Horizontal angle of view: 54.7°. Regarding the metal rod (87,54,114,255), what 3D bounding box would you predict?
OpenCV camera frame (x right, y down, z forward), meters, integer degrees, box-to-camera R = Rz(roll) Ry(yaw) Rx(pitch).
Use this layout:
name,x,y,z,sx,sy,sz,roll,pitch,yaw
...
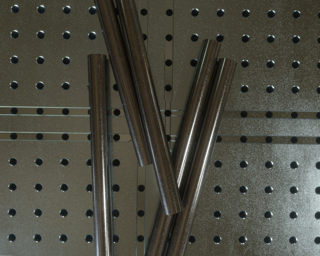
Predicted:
name,x,y,z,sx,sy,sz,roll,pitch,yaw
metal rod,-0.078,0.053,0.412,0.025,0.025,0.298,-2,90,-1

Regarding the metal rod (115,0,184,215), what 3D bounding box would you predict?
name,x,y,z,sx,sy,sz,roll,pitch,yaw
metal rod,-0.016,-0.040,0.399,0.025,0.025,0.298,-13,85,0

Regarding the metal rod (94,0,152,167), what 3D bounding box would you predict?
name,x,y,z,sx,sy,sz,roll,pitch,yaw
metal rod,-0.055,-0.096,0.412,0.025,0.025,0.298,-15,90,0

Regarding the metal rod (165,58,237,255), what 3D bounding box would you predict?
name,x,y,z,sx,sy,sz,roll,pitch,yaw
metal rod,0.052,0.054,0.414,0.025,0.025,0.298,15,90,-1

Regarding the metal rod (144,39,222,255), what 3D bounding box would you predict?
name,x,y,z,sx,sy,sz,roll,pitch,yaw
metal rod,0.030,0.029,0.413,0.025,0.025,0.298,15,90,-1
